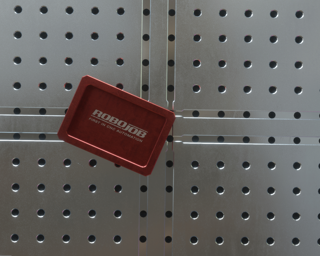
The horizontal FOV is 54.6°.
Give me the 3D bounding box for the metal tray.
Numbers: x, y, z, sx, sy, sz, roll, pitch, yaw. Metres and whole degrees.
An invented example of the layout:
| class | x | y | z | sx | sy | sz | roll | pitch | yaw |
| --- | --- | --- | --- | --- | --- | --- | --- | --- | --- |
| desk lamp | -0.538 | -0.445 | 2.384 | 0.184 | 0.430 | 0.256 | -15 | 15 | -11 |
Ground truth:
| class | x | y | z | sx | sy | sz | roll | pitch | yaw |
| --- | --- | --- | --- | --- | --- | --- | --- | --- | --- |
| metal tray | -0.056 | -0.003 | 0.410 | 0.130 | 0.030 | 0.090 | 24 | 90 | 0 |
